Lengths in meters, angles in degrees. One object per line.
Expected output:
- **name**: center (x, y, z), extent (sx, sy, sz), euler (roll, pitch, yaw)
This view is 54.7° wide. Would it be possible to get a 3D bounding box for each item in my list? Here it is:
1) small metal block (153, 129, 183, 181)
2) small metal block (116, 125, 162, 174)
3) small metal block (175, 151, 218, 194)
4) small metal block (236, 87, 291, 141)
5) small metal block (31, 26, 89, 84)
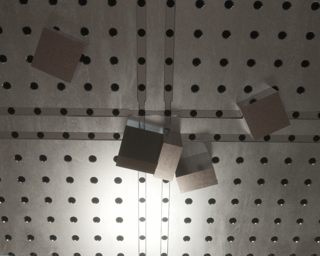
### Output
- **small metal block**: center (0.010, 0.035, 0.413), extent (0.025, 0.050, 0.050), euler (14, 110, -6)
- **small metal block**: center (-0.027, 0.028, 0.407), extent (0.050, 0.050, 0.025), euler (14, 139, -6)
- **small metal block**: center (0.048, 0.060, 0.423), extent (0.050, 0.050, 0.025), euler (-15, 110, 5)
- **small metal block**: center (0.136, -0.019, 0.409), extent (0.050, 0.025, 0.050), euler (-26, 108, 8)
- **small metal block**: center (-0.122, -0.090, 0.379), extent (0.050, 0.025, 0.050), euler (24, 108, -9)
